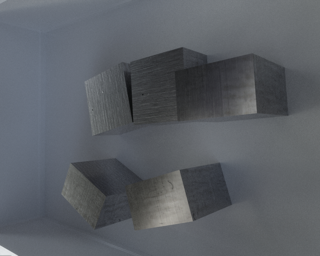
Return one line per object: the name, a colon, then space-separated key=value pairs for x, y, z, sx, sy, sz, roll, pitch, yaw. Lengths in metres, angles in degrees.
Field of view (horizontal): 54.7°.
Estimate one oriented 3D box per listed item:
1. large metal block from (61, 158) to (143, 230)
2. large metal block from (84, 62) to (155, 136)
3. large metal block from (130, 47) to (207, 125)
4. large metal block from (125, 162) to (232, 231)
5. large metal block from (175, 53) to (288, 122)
large metal block: x=-0.075 y=0.086 z=0.430 sx=0.080 sy=0.081 sz=0.050 roll=32 pitch=110 yaw=35
large metal block: x=-0.055 y=-0.037 z=0.434 sx=0.080 sy=0.050 sz=0.080 roll=-17 pitch=80 yaw=38
large metal block: x=0.012 y=-0.046 z=0.379 sx=0.080 sy=0.050 sz=0.080 roll=-5 pitch=87 yaw=39
large metal block: x=0.021 y=0.077 z=0.352 sx=0.080 sy=0.081 sz=0.050 roll=-23 pitch=76 yaw=37
large metal block: x=0.073 y=-0.034 z=0.310 sx=0.080 sy=0.081 sz=0.050 roll=-5 pitch=87 yaw=39
